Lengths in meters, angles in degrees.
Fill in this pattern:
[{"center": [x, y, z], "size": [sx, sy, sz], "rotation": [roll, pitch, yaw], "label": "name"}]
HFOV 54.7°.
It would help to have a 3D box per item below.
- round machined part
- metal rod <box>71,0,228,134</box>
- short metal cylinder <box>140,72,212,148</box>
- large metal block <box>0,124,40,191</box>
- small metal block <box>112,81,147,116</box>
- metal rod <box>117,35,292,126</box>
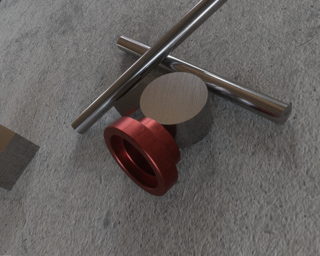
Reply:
[{"center": [-0.015, 0.027, 0.353], "size": [0.098, 0.097, 0.042], "rotation": [28, 56, 37], "label": "round machined part"}, {"center": [-0.014, -0.096, 0.438], "size": [0.300, 0.025, 0.025], "rotation": [-41, 51, 11], "label": "metal rod"}, {"center": [0.021, -0.022, 0.379], "size": [0.080, 0.050, 0.080], "rotation": [-8, 53, 11], "label": "short metal cylinder"}, {"center": [-0.255, 0.041, 0.493], "size": [0.080, 0.050, 0.080], "rotation": [19, 72, 35], "label": "large metal block"}, {"center": [-0.034, -0.039, 0.426], "size": [0.050, 0.050, 0.025], "rotation": [-36, 96, 4], "label": "small metal block"}, {"center": [0.038, -0.079, 0.431], "size": [0.300, 0.025, 0.025], "rotation": [33, 80, 38], "label": "metal rod"}]
